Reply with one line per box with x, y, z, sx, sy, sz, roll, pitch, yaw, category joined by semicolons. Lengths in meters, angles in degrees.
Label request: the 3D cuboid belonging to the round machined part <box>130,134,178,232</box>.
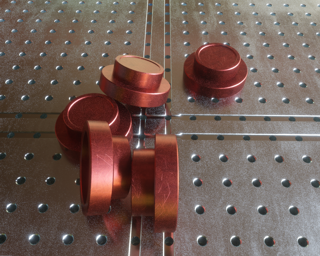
-0.006;0.054;0.314;0.042;0.097;0.098;1;50;-1;round machined part

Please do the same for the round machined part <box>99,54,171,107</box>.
-0.032;-0.070;0.431;0.099;0.042;0.098;13;28;-7;round machined part

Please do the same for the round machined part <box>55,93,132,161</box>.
-0.086;-0.007;0.402;0.099;0.042;0.098;0;50;0;round machined part

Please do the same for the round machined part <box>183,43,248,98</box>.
0.086;-0.095;0.477;0.099;0.042;0.098;0;50;0;round machined part

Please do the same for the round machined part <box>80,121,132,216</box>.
-0.058;0.041;0.328;0.042;0.097;0.098;2;48;-20;round machined part
